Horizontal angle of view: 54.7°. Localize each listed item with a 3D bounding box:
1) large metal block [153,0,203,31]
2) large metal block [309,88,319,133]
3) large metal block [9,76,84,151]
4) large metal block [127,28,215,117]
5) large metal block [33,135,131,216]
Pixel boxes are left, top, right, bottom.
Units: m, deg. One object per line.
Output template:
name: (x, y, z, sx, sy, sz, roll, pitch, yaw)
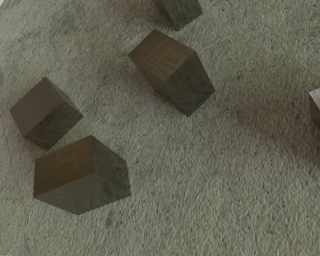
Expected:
large metal block: (0.016, -0.216, 0.493, 0.050, 0.080, 0.080, -35, 51, 5)
large metal block: (0.198, -0.006, 0.288, 0.080, 0.050, 0.080, -23, 53, 14)
large metal block: (-0.183, -0.024, 0.499, 0.080, 0.050, 0.080, -44, 51, -3)
large metal block: (0.016, -0.071, 0.404, 0.050, 0.080, 0.080, -46, 51, -3)
large metal block: (-0.093, 0.061, 0.380, 0.080, 0.080, 0.050, -23, 53, 14)
